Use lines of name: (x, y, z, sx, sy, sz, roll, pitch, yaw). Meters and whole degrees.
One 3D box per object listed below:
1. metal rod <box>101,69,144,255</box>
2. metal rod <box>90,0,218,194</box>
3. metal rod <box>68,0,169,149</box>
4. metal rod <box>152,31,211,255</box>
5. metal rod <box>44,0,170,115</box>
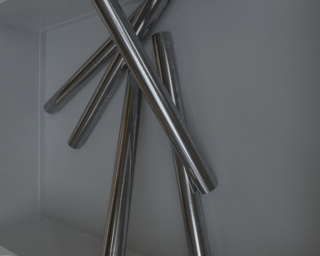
metal rod: (-0.042, 0.049, 0.362, 0.025, 0.025, 0.299, -20, 53, 38)
metal rod: (-0.016, -0.059, 0.340, 0.025, 0.025, 0.299, -23, 100, 37)
metal rod: (-0.067, -0.073, 0.442, 0.025, 0.025, 0.298, 55, 127, 25)
metal rod: (0.026, 0.026, 0.383, 0.025, 0.025, 0.298, -16, 80, 38)
metal rod: (-0.099, -0.104, 0.485, 0.299, 0.025, 0.025, -33, 70, 34)
